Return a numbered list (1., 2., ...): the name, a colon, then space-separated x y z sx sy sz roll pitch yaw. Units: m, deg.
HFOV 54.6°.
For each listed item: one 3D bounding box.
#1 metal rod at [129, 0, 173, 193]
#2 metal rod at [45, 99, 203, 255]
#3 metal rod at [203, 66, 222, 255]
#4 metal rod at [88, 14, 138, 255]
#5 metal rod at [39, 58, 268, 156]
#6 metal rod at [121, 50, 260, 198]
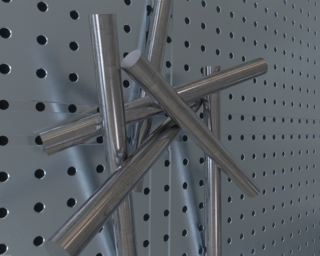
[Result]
1. metal rod: -0.011 -0.070 0.398 0.025 0.025 0.299 15 80 -39
2. metal rod: -0.008 0.022 0.342 0.301 0.025 0.025 -46 119 -51
3. metal rod: 0.077 0.062 0.451 0.025 0.025 0.298 -11 103 -39
4. metal rod: -0.045 0.038 0.330 0.025 0.025 0.298 -19 115 -38
5. metal rod: 0.012 -0.035 0.371 0.302 0.025 0.025 -22 104 -23
6. metal rod: 0.058 0.015 0.390 0.300 0.025 0.025 43 64 -38
